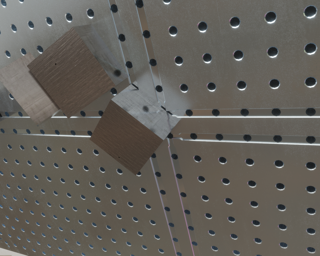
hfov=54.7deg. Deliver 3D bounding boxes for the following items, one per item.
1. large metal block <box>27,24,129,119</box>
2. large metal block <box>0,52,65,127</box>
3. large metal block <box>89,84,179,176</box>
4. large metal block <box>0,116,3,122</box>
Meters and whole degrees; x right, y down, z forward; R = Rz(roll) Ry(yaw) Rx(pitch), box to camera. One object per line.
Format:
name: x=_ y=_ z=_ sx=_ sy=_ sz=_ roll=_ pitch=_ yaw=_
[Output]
large metal block: x=-0.101 y=-0.071 z=0.390 sx=0.080 sy=0.050 sz=0.080 roll=-31 pitch=102 yaw=22
large metal block: x=-0.175 y=-0.049 z=0.431 sx=0.080 sy=0.050 sz=0.080 roll=55 pitch=163 yaw=-11
large metal block: x=-0.035 y=0.003 z=0.414 sx=0.080 sy=0.050 sz=0.080 roll=38 pitch=129 yaw=2
large metal block: x=-0.348 y=-0.009 z=0.550 sx=0.080 sy=0.080 sz=0.050 roll=-12 pitch=112 yaw=33
